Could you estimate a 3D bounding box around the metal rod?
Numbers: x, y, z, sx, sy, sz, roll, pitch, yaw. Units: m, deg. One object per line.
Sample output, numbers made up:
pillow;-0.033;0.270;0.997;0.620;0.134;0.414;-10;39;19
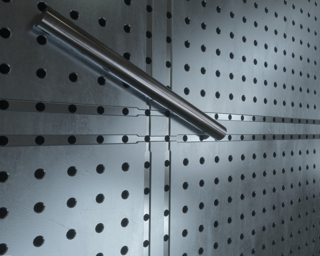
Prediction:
metal rod;-0.012;-0.052;0.397;0.301;0.025;0.025;29;72;-36
